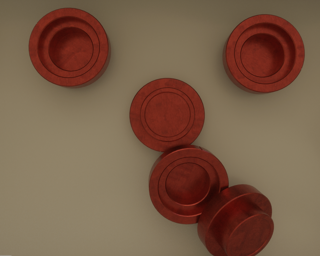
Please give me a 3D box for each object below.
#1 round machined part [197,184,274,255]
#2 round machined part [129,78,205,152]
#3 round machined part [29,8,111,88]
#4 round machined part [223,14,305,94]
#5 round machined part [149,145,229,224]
[{"bbox_3d":[0.099,0.122,0.381,0.099,0.042,0.097,-10,116,-21],"label":"round machined part"},{"bbox_3d":[0.009,-0.017,0.403,0.099,0.042,0.097,0,90,0],"label":"round machined part"},{"bbox_3d":[-0.113,-0.100,0.402,0.099,0.042,0.097,0,90,0],"label":"round machined part"},{"bbox_3d":[0.130,-0.092,0.404,0.099,0.042,0.097,0,90,0],"label":"round machined part"},{"bbox_3d":[0.034,0.069,0.398,0.099,0.042,0.097,-1,99,-4],"label":"round machined part"}]
